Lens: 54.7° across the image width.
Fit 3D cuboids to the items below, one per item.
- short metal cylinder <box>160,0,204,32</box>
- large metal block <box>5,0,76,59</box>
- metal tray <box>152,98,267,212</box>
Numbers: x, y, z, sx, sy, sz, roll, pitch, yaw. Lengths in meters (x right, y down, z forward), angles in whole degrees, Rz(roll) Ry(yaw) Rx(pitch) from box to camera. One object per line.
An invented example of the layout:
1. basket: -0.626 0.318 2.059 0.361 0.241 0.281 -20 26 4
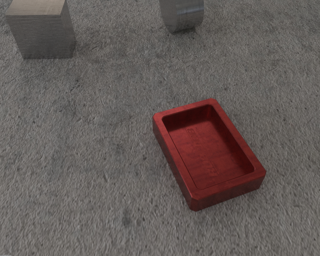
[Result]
1. short metal cylinder: 0.037 -0.215 0.549 0.050 0.080 0.080 -17 52 -14
2. large metal block: -0.187 -0.159 0.500 0.081 0.080 0.050 -1 50 -1
3. metal tray: 0.054 0.026 0.378 0.091 0.030 0.130 -16 52 -13
